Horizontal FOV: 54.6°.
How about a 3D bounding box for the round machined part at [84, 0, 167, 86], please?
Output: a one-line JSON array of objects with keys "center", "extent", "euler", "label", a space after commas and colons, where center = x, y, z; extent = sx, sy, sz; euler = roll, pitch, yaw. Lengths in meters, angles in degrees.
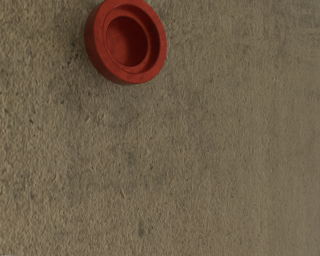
[{"center": [-0.042, -0.098, 0.357], "extent": [0.099, 0.042, 0.097], "euler": [0, 90, -40], "label": "round machined part"}]
